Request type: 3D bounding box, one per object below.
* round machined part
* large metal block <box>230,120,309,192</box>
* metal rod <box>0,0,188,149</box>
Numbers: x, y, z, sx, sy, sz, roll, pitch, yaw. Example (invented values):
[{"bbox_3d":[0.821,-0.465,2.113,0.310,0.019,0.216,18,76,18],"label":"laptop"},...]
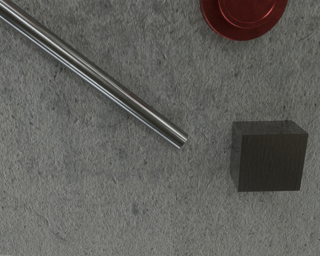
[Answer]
[{"bbox_3d":[0.096,-0.148,0.347,0.099,0.042,0.097,0,110,0],"label":"round machined part"},{"bbox_3d":[0.140,0.036,0.411,0.080,0.050,0.079,-1,110,0],"label":"large metal block"},{"bbox_3d":[-0.088,-0.069,0.383,0.301,0.025,0.025,37,106,-13],"label":"metal rod"}]
